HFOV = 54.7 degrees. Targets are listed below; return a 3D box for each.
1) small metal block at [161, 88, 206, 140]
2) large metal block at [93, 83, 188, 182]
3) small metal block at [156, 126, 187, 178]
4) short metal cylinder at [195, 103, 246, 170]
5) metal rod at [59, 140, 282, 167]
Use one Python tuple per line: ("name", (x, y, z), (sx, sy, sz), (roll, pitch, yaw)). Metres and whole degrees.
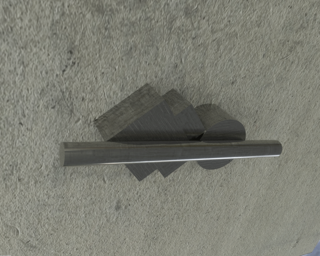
("small metal block", (0.027, -0.017, 0.397), (0.025, 0.050, 0.050), (-37, 130, -4))
("large metal block", (-0.020, 0.006, 0.383), (0.080, 0.050, 0.080), (-36, 129, -4))
("small metal block", (0.010, 0.031, 0.418), (0.050, 0.050, 0.025), (-36, 130, -4))
("short metal cylinder", (0.073, 0.012, 0.438), (0.081, 0.050, 0.079), (-14, 124, -21))
("metal rod", (0.036, 0.028, 0.378), (0.303, 0.025, 0.025), (1, 118, -29))
